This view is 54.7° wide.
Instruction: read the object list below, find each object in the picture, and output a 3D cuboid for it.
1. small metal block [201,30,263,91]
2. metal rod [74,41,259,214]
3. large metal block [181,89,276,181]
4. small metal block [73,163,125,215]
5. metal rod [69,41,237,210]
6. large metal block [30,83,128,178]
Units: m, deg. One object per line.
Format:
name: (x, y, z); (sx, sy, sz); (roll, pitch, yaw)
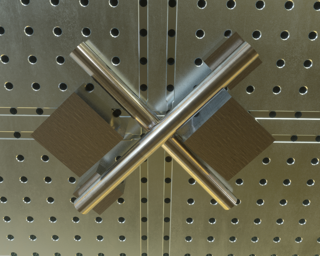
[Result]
small metal block: (0.088, -0.084, 0.384); (0.050, 0.025, 0.050); (-42, 105, 14)
metal rod: (-0.002, 0.009, 0.389); (0.299, 0.025, 0.025); (-43, 105, 14)
large metal block: (0.086, 0.008, 0.404); (0.080, 0.050, 0.080); (41, 105, -14)
small metal block: (-0.087, 0.088, 0.445); (0.050, 0.025, 0.050); (43, 104, -14)
metal rod: (0.001, 0.007, 0.415); (0.025, 0.025, 0.300); (-41, 105, 13)
large metal block: (-0.101, 0.002, 0.400); (0.080, 0.050, 0.080); (-41, 105, 13)
